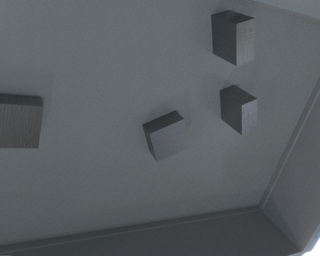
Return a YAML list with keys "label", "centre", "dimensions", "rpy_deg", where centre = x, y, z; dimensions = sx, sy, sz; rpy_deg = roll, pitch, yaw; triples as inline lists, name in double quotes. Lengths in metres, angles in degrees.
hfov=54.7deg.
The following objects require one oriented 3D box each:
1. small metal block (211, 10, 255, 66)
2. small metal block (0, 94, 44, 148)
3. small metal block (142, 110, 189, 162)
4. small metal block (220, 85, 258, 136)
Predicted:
- label: "small metal block"
  centre: [0.087, -0.109, 0.372]
  dimensions: [0.025, 0.050, 0.050]
  rpy_deg: [-22, 127, -16]
- label: "small metal block"
  centre: [-0.152, -0.007, 0.321]
  dimensions: [0.050, 0.025, 0.050]
  rpy_deg: [2, 117, -30]
- label: "small metal block"
  centre: [0.009, 0.011, 0.420]
  dimensions: [0.050, 0.025, 0.050]
  rpy_deg: [-24, 127, -14]
- label: "small metal block"
  centre: [0.110, -0.026, 0.436]
  dimensions: [0.025, 0.050, 0.050]
  rpy_deg: [-22, 127, -15]
